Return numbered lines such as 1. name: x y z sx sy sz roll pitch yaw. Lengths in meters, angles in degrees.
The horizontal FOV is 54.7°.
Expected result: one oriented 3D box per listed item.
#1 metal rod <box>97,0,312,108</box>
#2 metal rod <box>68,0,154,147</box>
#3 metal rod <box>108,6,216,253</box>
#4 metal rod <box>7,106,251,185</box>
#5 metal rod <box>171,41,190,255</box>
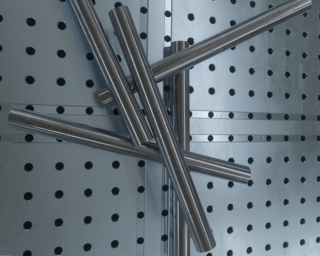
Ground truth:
1. metal rod: 0.061 -0.103 0.401 0.301 0.025 0.025 -26 100 -6
2. metal rod: -0.080 -0.119 0.362 0.025 0.025 0.299 -25 91 -19
3. metal rod: 0.003 0.002 0.367 0.025 0.025 0.299 -21 91 -19
4. metal rod: -0.026 0.026 0.384 0.302 0.025 0.025 15 85 -13
5. metal rod: 0.028 0.033 0.424 0.025 0.025 0.298 0 90 -20
